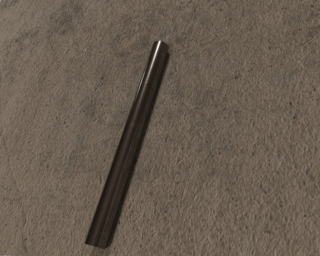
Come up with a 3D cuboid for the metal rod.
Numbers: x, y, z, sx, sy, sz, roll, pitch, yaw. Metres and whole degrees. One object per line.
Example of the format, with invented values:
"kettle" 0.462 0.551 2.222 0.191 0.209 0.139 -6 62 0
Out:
"metal rod" -0.037 0.005 0.418 0.025 0.025 0.300 2 63 29
